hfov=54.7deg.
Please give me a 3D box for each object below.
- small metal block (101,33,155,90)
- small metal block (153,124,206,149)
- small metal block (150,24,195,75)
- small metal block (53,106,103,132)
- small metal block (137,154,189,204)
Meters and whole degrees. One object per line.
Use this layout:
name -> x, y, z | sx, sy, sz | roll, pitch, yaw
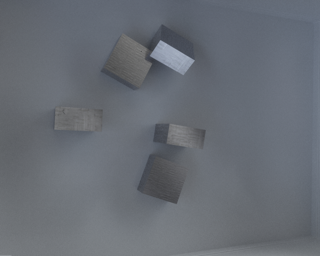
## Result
small metal block -> -0.040, -0.083, 0.396 | 0.050, 0.025, 0.050 | 29, 80, -18
small metal block -> 0.024, 0.011, 0.407 | 0.050, 0.050, 0.025 | 10, 87, -20
small metal block -> 0.016, -0.102, 0.403 | 0.050, 0.025, 0.050 | 26, 36, -18
small metal block -> -0.097, -0.010, 0.362 | 0.050, 0.050, 0.025 | 3, 89, -20
small metal block -> 0.004, 0.068, 0.413 | 0.050, 0.025, 0.050 | 22, 83, -19
